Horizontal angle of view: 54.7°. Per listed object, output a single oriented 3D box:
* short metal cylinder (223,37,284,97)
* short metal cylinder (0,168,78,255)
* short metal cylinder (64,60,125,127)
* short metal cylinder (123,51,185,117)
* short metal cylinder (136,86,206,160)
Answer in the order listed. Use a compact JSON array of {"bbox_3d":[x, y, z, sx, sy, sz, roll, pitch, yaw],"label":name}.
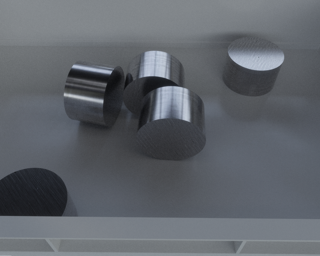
[{"bbox_3d":[0.139,-0.094,0.469,0.081,0.050,0.080,0,50,0],"label":"short metal cylinder"},{"bbox_3d":[-0.129,0.088,0.314,0.081,0.050,0.080,0,50,0],"label":"short metal cylinder"},{"bbox_3d":[-0.083,-0.045,0.406,0.050,0.080,0.080,11,51,9],"label":"short metal cylinder"},{"bbox_3d":[-0.007,-0.056,0.416,0.081,0.080,0.050,2,50,1],"label":"short metal cylinder"},{"bbox_3d":[0.014,-0.004,0.373,0.080,0.080,0.050,3,50,2],"label":"short metal cylinder"}]
